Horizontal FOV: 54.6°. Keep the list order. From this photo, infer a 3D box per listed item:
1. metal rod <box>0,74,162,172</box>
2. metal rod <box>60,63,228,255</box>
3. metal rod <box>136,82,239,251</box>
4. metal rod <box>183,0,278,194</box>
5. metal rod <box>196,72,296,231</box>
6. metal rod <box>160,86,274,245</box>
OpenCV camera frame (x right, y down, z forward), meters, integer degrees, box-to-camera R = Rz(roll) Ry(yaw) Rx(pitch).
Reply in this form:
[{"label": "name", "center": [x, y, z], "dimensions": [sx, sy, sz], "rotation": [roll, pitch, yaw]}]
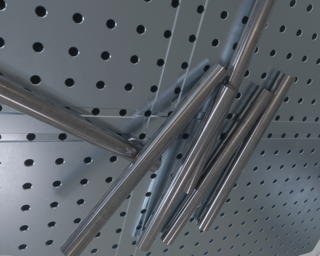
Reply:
[{"label": "metal rod", "center": [-0.109, -0.010, 0.344], "dimensions": [0.301, 0.025, 0.025], "rotation": [31, 101, -38]}, {"label": "metal rod", "center": [-0.016, 0.038, 0.393], "dimensions": [0.300, 0.025, 0.025], "rotation": [-50, 129, -5]}, {"label": "metal rod", "center": [0.031, 0.071, 0.458], "dimensions": [0.025, 0.025, 0.298], "rotation": [10, 117, -33]}, {"label": "metal rod", "center": [0.087, -0.034, 0.437], "dimensions": [0.025, 0.025, 0.298], "rotation": [6, 116, -31]}, {"label": "metal rod", "center": [0.135, 0.049, 0.513], "dimensions": [0.025, 0.025, 0.298], "rotation": [11, 113, -33]}, {"label": "metal rod", "center": [0.085, 0.068, 0.498], "dimensions": [0.025, 0.025, 0.299], "rotation": [20, 108, -36]}]
